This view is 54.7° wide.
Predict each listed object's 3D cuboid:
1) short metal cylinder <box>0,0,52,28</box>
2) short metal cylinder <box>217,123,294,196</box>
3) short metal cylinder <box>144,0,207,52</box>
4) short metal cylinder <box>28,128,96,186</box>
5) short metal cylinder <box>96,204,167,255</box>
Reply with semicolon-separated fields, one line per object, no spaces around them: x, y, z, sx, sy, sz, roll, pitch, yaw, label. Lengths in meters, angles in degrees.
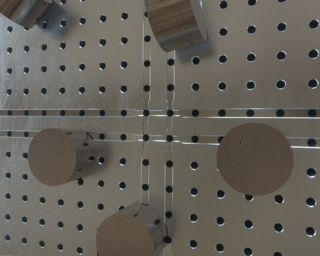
-0.209;-0.195;0.457;0.050;0.080;0.080;-45;76;15;short metal cylinder
0.110;0.034;0.360;0.080;0.050;0.079;0;90;20;short metal cylinder
0.021;-0.138;0.376;0.050;0.080;0.080;-13;86;19;short metal cylinder
-0.141;0.040;0.449;0.080;0.050;0.079;0;90;20;short metal cylinder
-0.037;0.147;0.412;0.080;0.050;0.079;0;90;20;short metal cylinder
